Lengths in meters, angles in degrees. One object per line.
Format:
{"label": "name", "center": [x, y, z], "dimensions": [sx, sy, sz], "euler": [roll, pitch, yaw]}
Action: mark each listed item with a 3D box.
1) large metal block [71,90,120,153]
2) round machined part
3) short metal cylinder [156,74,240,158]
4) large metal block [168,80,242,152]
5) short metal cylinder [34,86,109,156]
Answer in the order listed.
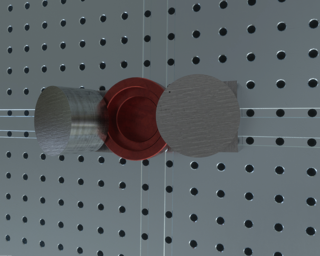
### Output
{"label": "large metal block", "center": [-0.085, -0.009, 0.429], "dimensions": [0.080, 0.050, 0.080], "euler": [1, 90, 20]}
{"label": "round machined part", "center": [-0.023, -0.011, 0.380], "dimensions": [0.098, 0.042, 0.097], "euler": [0, 90, 20]}
{"label": "short metal cylinder", "center": [0.036, -0.012, 0.319], "dimensions": [0.081, 0.050, 0.080], "euler": [0, 90, 0]}
{"label": "large metal block", "center": [0.057, -0.012, 0.379], "dimensions": [0.080, 0.050, 0.080], "euler": [-1, 90, 20]}
{"label": "short metal cylinder", "center": [-0.106, -0.008, 0.370], "dimensions": [0.080, 0.050, 0.079], "euler": [1, 92, 41]}
